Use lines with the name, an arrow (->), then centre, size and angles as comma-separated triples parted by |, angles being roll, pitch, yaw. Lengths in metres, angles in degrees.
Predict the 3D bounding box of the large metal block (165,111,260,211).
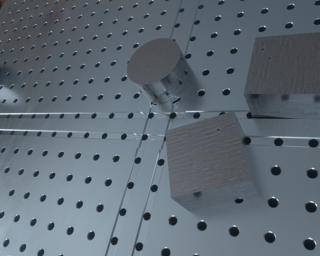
large metal block -> 0.055, 0.038, 0.340 | 0.080, 0.050, 0.080 | -17, 55, 18

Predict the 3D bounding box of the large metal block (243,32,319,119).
large metal block -> 0.147, -0.058, 0.351 | 0.080, 0.050, 0.080 | 4, 64, 30

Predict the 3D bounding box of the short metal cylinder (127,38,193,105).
short metal cylinder -> 0.001, -0.080, 0.441 | 0.080, 0.050, 0.080 | -13, 56, 21
